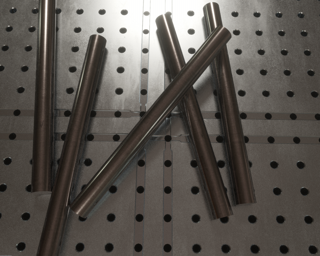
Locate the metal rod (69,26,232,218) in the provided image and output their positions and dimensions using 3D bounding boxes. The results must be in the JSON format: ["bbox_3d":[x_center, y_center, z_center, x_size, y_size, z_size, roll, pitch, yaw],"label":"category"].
[{"bbox_3d":[-0.006,-0.014,0.397,0.025,0.025,0.300,37,81,12],"label":"metal rod"}]

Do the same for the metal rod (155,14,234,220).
[{"bbox_3d":[0.041,-0.029,0.422,0.025,0.025,0.299,-13,71,-5],"label":"metal rod"}]

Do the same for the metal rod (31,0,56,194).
[{"bbox_3d":[-0.160,-0.060,0.431,0.025,0.025,0.299,-5,70,-2],"label":"metal rod"}]

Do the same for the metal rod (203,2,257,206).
[{"bbox_3d":[0.092,-0.047,0.429,0.025,0.025,0.299,-5,70,-2],"label":"metal rod"}]

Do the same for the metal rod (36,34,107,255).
[{"bbox_3d":[-0.110,0.009,0.407,0.025,0.025,0.299,7,70,2],"label":"metal rod"}]
